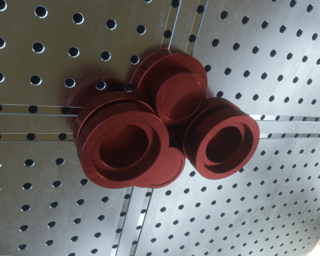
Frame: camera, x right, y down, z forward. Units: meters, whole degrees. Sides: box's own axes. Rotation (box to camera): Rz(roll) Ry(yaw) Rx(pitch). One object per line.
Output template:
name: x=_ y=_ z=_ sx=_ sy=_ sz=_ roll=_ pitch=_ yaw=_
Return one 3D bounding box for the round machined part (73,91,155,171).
round machined part: x=-0.054 y=0.001 z=0.370 sx=0.099 sy=0.042 sz=0.097 roll=-14 pitch=124 yaw=-21

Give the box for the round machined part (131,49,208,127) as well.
round machined part: x=0.017 y=-0.043 z=0.382 sx=0.099 sy=0.042 sz=0.097 roll=-14 pitch=124 yaw=-21

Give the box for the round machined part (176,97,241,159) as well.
round machined part: x=0.066 y=0.001 z=0.435 sx=0.099 sy=0.042 sz=0.097 roll=-14 pitch=124 yaw=-21

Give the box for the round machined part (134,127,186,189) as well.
round machined part: x=-0.005 y=0.043 z=0.423 sx=0.099 sy=0.042 sz=0.097 roll=-14 pitch=124 yaw=-21

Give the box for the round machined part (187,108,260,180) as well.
round machined part: x=0.079 y=0.017 z=0.411 sx=0.099 sy=0.042 sz=0.097 roll=-14 pitch=124 yaw=-21

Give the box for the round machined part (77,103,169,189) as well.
round machined part: x=-0.043 y=0.016 z=0.344 sx=0.099 sy=0.042 sz=0.097 roll=-14 pitch=124 yaw=-21
